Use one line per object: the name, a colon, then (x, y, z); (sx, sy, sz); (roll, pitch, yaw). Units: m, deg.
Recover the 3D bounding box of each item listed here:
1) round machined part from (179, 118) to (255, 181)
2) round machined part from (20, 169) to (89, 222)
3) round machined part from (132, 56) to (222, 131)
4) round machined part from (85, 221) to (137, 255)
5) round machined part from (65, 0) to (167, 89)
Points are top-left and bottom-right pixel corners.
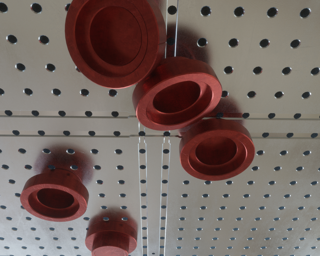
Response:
round machined part: (0.075, 0.025, 0.423); (0.099, 0.042, 0.097); (-1, 130, 0)
round machined part: (-0.161, 0.101, 0.485); (0.099, 0.042, 0.097); (-1, 130, 0)
round machined part: (0.017, -0.042, 0.351); (0.099, 0.042, 0.098); (-13, 147, -8)
round machined part: (-0.093, 0.222, 0.588); (0.099, 0.042, 0.097); (-1, 130, -1)
round machined part: (-0.040, -0.091, 0.305); (0.098, 0.042, 0.097); (7, 112, 18)
